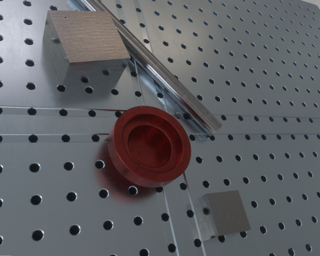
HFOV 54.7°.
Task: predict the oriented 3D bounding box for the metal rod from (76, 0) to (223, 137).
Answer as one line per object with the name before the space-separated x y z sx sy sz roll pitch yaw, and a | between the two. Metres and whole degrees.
metal rod | -0.022 -0.103 0.458 0.300 0.025 0.025 46 51 4

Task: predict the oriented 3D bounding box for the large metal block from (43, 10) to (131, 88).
large metal block | -0.097 -0.104 0.404 0.081 0.050 0.080 -14 69 -34

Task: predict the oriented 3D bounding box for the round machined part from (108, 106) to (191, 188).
round machined part | -0.015 0.025 0.373 0.099 0.042 0.098 14 56 -21

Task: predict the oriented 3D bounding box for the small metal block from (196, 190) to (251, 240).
small metal block | 0.078 0.107 0.385 0.050 0.025 0.050 1 61 -28
